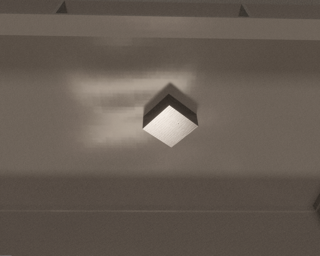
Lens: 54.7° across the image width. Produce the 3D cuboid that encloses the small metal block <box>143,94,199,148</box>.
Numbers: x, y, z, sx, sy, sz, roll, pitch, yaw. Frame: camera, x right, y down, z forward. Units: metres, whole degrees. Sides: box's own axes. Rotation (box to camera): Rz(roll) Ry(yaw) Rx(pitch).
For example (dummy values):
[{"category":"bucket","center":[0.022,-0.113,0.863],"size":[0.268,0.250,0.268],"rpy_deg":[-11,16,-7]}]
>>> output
[{"category":"small metal block","center":[0.013,-0.008,0.402],"size":[0.050,0.025,0.050],"rpy_deg":[34,122,-26]}]
